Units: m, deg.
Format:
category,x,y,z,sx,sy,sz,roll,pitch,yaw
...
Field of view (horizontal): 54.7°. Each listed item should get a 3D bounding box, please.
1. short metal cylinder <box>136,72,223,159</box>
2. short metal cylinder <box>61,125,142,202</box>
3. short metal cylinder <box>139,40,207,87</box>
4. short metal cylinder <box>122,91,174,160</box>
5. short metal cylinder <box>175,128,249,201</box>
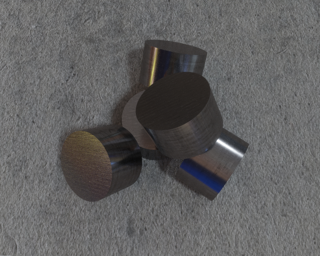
category,x,y,z,sx,sy,sz,roll,pitch,yaw
short metal cylinder,0.021,-0.014,0.330,0.080,0.050,0.080,-15,46,17
short metal cylinder,-0.068,0.039,0.360,0.080,0.050,0.079,7,102,34
short metal cylinder,0.016,-0.081,0.403,0.080,0.080,0.050,13,114,4
short metal cylinder,-0.006,-0.003,0.397,0.081,0.050,0.080,0,70,-1
short metal cylinder,0.061,0.038,0.366,0.050,0.080,0.080,33,73,11
